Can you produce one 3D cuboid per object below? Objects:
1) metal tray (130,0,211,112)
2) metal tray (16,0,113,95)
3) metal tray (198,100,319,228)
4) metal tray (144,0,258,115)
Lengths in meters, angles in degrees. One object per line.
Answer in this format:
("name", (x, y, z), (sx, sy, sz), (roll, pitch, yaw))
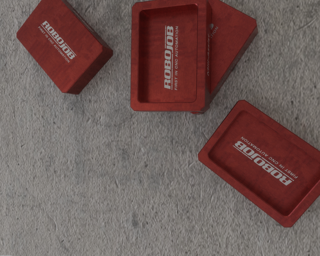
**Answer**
("metal tray", (0.013, -0.084, 0.369), (0.090, 0.030, 0.129), (1, 90, 20))
("metal tray", (-0.142, -0.124, 0.457), (0.090, 0.030, 0.130), (-45, 76, 14))
("metal tray", (0.122, 0.039, 0.362), (0.130, 0.030, 0.090), (38, 102, 16))
("metal tray", (0.048, -0.093, 0.389), (0.090, 0.030, 0.129), (36, 101, 16))
